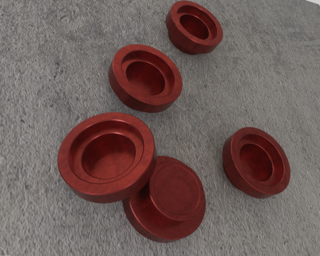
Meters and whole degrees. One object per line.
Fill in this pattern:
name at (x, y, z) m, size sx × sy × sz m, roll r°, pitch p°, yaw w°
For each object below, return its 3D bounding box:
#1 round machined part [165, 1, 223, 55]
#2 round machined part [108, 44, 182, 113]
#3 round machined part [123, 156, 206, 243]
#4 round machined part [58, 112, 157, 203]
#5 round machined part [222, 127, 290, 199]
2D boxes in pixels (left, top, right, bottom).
round machined part at (0.053, -0.162, 0.520) m, size 0.099 × 0.042 × 0.098 m, roll 14°, pitch 56°, yaw -21°
round machined part at (-0.023, -0.062, 0.418) m, size 0.099 × 0.042 × 0.098 m, roll 14°, pitch 56°, yaw -21°
round machined part at (0.011, 0.076, 0.352) m, size 0.099 × 0.042 × 0.098 m, roll 14°, pitch 56°, yaw -21°
round machined part at (-0.052, 0.034, 0.326) m, size 0.099 × 0.042 × 0.098 m, roll -3°, pitch 53°, yaw 5°
round machined part at (0.128, 0.051, 0.430) m, size 0.099 × 0.042 × 0.098 m, roll 14°, pitch 56°, yaw -21°
